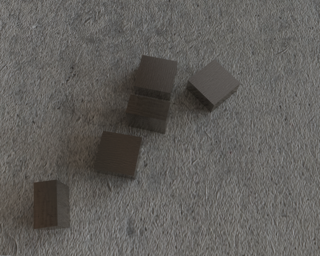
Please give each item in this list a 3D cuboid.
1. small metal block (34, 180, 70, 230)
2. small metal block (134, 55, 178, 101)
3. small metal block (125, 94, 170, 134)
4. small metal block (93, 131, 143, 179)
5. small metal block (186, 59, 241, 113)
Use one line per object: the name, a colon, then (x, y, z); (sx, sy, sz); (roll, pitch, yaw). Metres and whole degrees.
small metal block: (-0.125, 0.091, 0.361); (0.025, 0.050, 0.050); (-7, 70, -3)
small metal block: (-0.005, -0.070, 0.434); (0.050, 0.025, 0.050); (12, 70, 4)
small metal block: (-0.015, -0.017, 0.401); (0.050, 0.050, 0.025); (12, 71, 4)
small metal block: (-0.052, 0.035, 0.395); (0.050, 0.025, 0.050); (10, 70, 3)
small metal block: (0.073, -0.059, 0.430); (0.050, 0.025, 0.050); (-40, 75, -13)
